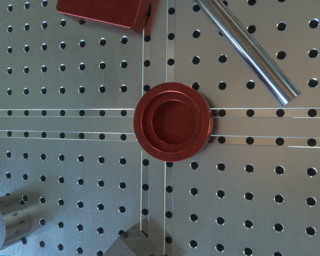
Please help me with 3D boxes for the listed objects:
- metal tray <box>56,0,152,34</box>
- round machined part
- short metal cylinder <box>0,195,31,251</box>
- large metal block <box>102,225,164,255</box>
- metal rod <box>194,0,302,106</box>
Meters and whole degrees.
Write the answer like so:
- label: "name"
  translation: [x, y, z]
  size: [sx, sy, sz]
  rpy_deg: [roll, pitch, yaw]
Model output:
- label: "metal tray"
  translation: [-0.076, -0.192, 0.437]
  size: [0.130, 0.030, 0.089]
  rpy_deg: [18, 96, 19]
- label: "round machined part"
  translation: [0.019, -0.007, 0.397]
  size: [0.098, 0.042, 0.097]
  rpy_deg: [0, 90, 20]
- label: "short metal cylinder"
  translation: [-0.254, 0.151, 0.489]
  size: [0.080, 0.050, 0.080]
  rpy_deg: [0, 90, 20]
- label: "large metal block"
  translation: [-0.039, 0.193, 0.413]
  size: [0.080, 0.050, 0.080]
  rpy_deg: [42, 103, 15]
- label: "metal rod"
  translation: [0.067, -0.151, 0.388]
  size: [0.025, 0.025, 0.299]
  rpy_deg: [-39, 78, 16]
